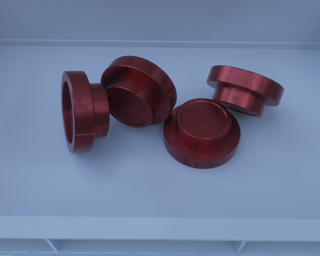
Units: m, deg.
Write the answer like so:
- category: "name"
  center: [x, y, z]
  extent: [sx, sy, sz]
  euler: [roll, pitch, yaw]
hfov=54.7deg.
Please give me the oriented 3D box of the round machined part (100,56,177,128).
- category: "round machined part"
  center: [-0.032, -0.038, 0.389]
  extent: [0.098, 0.097, 0.042]
  euler: [18, 53, 14]

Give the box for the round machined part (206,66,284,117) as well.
- category: "round machined part"
  center: [0.108, -0.045, 0.410]
  extent: [0.098, 0.098, 0.042]
  euler: [20, 92, 16]

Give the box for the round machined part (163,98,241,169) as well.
- category: "round machined part"
  center: [0.054, 0.000, 0.395]
  extent: [0.099, 0.042, 0.098]
  euler: [0, 50, 0]

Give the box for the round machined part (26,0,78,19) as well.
- category: "round machined part"
  center: [-0.208, -0.250, 0.604]
  extent: [0.099, 0.042, 0.098]
  euler: [0, 50, 0]

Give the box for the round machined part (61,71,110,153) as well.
- category: "round machined part"
  center: [-0.090, -0.020, 0.376]
  extent: [0.042, 0.097, 0.098]
  euler: [-5, 49, -24]
